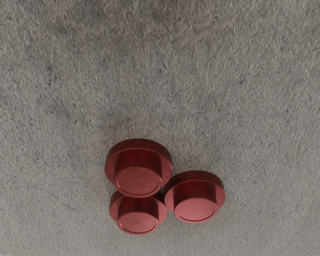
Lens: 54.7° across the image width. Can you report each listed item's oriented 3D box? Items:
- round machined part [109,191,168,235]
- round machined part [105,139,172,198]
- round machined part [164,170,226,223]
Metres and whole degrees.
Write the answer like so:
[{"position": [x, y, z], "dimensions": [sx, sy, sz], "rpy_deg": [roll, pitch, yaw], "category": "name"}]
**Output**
[{"position": [-0.036, 0.143, 0.517], "dimensions": [0.099, 0.042, 0.097], "rpy_deg": [0, 130, 0], "category": "round machined part"}, {"position": [-0.031, 0.065, 0.451], "dimensions": [0.099, 0.042, 0.097], "rpy_deg": [0, 130, 0], "category": "round machined part"}, {"position": [0.056, 0.116, 0.495], "dimensions": [0.099, 0.042, 0.097], "rpy_deg": [0, 130, 0], "category": "round machined part"}]
